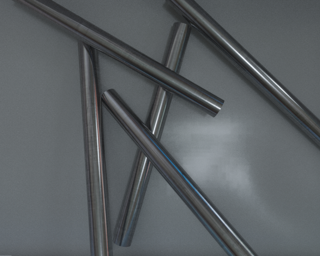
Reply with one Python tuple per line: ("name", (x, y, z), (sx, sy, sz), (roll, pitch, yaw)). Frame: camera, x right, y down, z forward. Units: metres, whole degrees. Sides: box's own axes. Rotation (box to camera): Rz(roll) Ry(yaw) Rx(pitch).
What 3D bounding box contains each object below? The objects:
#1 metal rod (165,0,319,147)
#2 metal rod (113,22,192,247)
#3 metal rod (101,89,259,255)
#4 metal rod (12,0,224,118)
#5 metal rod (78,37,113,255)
("metal rod", (0.126, -0.072, 0.406), (0.300, 0.025, 0.025), (42, 90, -3))
("metal rod", (-0.010, 0.008, 0.411), (0.025, 0.025, 0.298), (16, 90, -1))
("metal rod", (0.025, 0.064, 0.365), (0.025, 0.025, 0.300), (-41, 73, 0))
("metal rod", (-0.057, -0.099, 0.385), (0.301, 0.025, 0.025), (30, 90, 0))
("metal rod", (-0.080, 0.025, 0.380), (0.025, 0.025, 0.299), (-6, 78, -1))
